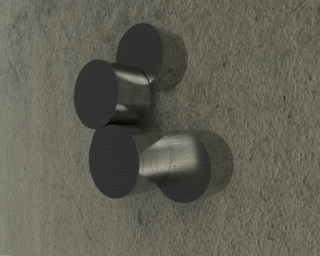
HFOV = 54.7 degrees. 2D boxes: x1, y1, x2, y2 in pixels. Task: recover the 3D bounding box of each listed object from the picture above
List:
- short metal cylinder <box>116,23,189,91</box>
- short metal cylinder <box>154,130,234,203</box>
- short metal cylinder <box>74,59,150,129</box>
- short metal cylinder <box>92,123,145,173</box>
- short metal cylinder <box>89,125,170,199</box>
[{"bbox_3d":[-0.011,-0.088,0.399,0.080,0.050,0.080,0,90,40],"label":"short metal cylinder"},{"bbox_3d":[0.037,0.042,0.359,0.080,0.050,0.080,0,90,40],"label":"short metal cylinder"},{"bbox_3d":[-0.058,-0.038,0.372,0.080,0.050,0.080,0,90,40],"label":"short metal cylinder"},{"bbox_3d":[-0.051,0.030,0.432,0.080,0.050,0.080,0,90,40],"label":"short metal cylinder"},{"bbox_3d":[-0.035,0.036,0.353,0.080,0.050,0.080,0,90,39],"label":"short metal cylinder"}]
